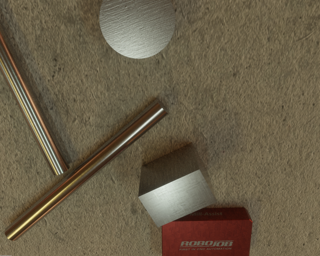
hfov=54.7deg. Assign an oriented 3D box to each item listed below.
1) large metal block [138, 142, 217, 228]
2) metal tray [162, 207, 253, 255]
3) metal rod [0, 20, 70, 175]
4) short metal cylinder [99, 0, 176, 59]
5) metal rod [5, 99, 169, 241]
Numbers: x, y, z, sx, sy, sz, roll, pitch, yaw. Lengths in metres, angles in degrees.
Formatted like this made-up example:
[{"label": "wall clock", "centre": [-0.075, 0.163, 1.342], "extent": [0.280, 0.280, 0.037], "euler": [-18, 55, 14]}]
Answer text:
[{"label": "large metal block", "centre": [0.021, 0.072, 0.407], "extent": [0.080, 0.080, 0.050], "euler": [-26, 108, 9]}, {"label": "metal tray", "centre": [0.068, 0.168, 0.470], "extent": [0.131, 0.030, 0.089], "euler": [-1, 110, 0]}, {"label": "metal rod", "centre": [-0.183, -0.074, 0.379], "extent": [0.025, 0.025, 0.298], "euler": [-17, 110, 6]}, {"label": "short metal cylinder", "centre": [-0.024, -0.122, 0.351], "extent": [0.081, 0.050, 0.079], "euler": [0, 110, -1]}, {"label": "metal rod", "centre": [-0.109, 0.065, 0.432], "extent": [0.300, 0.025, 0.025], "euler": [-40, 106, 13]}]
